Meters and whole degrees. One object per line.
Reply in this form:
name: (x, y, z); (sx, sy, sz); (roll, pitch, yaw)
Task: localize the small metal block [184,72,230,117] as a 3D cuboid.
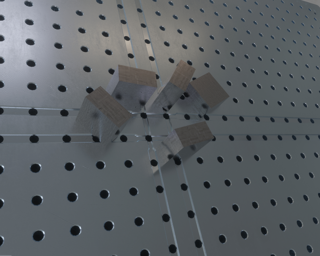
small metal block: (0.070, -0.052, 0.477); (0.050, 0.025, 0.050); (-31, 79, -38)

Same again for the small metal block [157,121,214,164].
small metal block: (0.032, 0.018, 0.398); (0.050, 0.050, 0.025); (-14, 69, -34)

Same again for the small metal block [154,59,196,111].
small metal block: (0.021, -0.060, 0.440); (0.025, 0.050, 0.050); (32, 52, -8)

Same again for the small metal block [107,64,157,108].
small metal block: (-0.038, -0.053, 0.404); (0.050, 0.050, 0.025); (7, 59, -25)

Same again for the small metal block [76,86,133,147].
small metal block: (-0.066, -0.012, 0.364); (0.050, 0.050, 0.025); (43, 51, 1)
